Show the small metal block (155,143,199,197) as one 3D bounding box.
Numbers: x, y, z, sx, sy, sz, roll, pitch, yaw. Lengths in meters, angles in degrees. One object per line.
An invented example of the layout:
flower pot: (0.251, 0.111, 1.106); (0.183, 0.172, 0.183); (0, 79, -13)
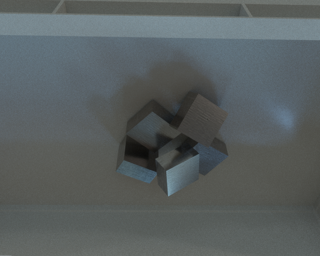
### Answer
small metal block: (0.024, 0.055, 0.406); (0.050, 0.025, 0.050); (-25, 134, -22)

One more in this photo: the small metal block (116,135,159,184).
small metal block: (-0.030, 0.042, 0.425); (0.050, 0.050, 0.025); (23, 126, -19)

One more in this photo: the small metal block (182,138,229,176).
small metal block: (0.059, 0.035, 0.437); (0.050, 0.025, 0.050); (28, 124, -23)

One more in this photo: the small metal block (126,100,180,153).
small metal block: (-0.008, -0.001, 0.405); (0.050, 0.025, 0.050); (36, 121, -27)

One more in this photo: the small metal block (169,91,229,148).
small metal block: (0.048, -0.010, 0.384); (0.050, 0.025, 0.050); (30, 91, -24)
